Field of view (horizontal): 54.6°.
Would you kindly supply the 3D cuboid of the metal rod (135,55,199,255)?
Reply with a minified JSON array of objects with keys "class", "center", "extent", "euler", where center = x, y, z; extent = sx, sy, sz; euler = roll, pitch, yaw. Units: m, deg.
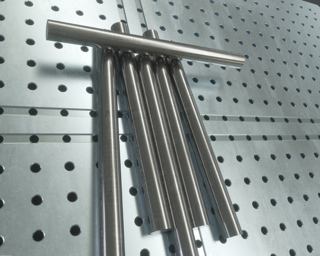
[{"class":"metal rod","center":[0.005,0.031,0.391],"extent":[0.025,0.025,0.299],"euler":[1,62,-28]}]

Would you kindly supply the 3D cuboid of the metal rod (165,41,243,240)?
[{"class":"metal rod","center":[0.050,0.000,0.435],"extent":[0.025,0.025,0.299],"euler":[-2,63,-29]}]

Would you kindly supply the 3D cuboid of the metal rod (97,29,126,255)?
[{"class":"metal rod","center":[-0.062,-0.002,0.374],"extent":[0.025,0.025,0.299],"euler":[7,59,-25]}]

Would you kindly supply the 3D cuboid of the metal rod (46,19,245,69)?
[{"class":"metal rod","center":[-0.002,-0.115,0.444],"extent":[0.302,0.025,0.025],"euler":[2,61,-27]}]

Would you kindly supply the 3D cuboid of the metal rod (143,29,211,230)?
[{"class":"metal rod","center":[0.016,-0.015,0.427],"extent":[0.025,0.025,0.299],"euler":[1,61,-28]}]

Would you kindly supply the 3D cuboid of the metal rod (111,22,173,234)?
[{"class":"metal rod","center":[-0.030,-0.018,0.403],"extent":[0.025,0.025,0.299],"euler":[1,61,-28]}]
